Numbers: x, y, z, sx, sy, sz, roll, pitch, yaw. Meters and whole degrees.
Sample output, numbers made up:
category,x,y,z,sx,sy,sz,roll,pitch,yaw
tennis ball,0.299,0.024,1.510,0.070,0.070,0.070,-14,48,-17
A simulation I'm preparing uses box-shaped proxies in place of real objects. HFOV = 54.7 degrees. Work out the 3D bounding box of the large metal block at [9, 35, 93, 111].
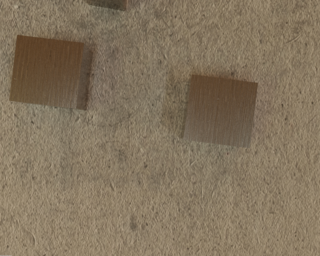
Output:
category,x,y,z,sx,sy,sz,roll,pitch,yaw
large metal block,-0.136,-0.068,0.396,0.080,0.050,0.080,7,90,0

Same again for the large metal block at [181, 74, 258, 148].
category,x,y,z,sx,sy,sz,roll,pitch,yaw
large metal block,0.073,-0.020,0.398,0.080,0.050,0.080,7,90,0

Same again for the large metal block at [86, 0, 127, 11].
category,x,y,z,sx,sy,sz,roll,pitch,yaw
large metal block,-0.065,-0.202,0.382,0.050,0.080,0.080,10,90,0
